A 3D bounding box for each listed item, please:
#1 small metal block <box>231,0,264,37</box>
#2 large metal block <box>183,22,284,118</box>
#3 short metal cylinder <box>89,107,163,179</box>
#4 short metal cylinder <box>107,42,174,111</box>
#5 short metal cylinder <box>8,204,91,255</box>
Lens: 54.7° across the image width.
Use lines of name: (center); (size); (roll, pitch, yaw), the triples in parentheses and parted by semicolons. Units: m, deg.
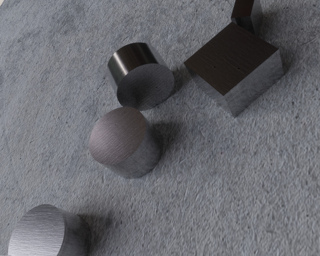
small metal block: (0.119, -0.149, 0.417); (0.025, 0.050, 0.050); (4, 64, 30)
large metal block: (0.091, -0.073, 0.385); (0.080, 0.050, 0.080); (-41, 51, 0)
short metal cylinder: (-0.043, 0.019, 0.398); (0.080, 0.050, 0.080); (-13, 56, 21)
short metal cylinder: (-0.027, -0.069, 0.425); (0.080, 0.080, 0.050); (-33, 52, 7)
short metal cylinder: (-0.131, 0.138, 0.372); (0.080, 0.050, 0.080); (-13, 56, 21)
